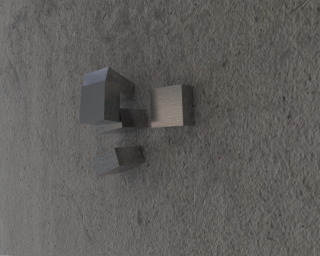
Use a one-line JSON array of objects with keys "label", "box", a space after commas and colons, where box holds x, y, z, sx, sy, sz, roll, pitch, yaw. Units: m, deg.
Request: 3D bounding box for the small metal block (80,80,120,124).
[{"label": "small metal block", "box": [-0.079, -0.032, 0.406, 0.050, 0.025, 0.050, -6, 81, 40]}]

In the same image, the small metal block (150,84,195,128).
[{"label": "small metal block", "box": [0.015, -0.026, 0.392, 0.050, 0.025, 0.050, -4, 88, 40]}]

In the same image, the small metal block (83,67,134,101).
[{"label": "small metal block", "box": [-0.075, -0.060, 0.447, 0.050, 0.050, 0.025, -7, 64, 40]}]

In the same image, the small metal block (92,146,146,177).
[{"label": "small metal block", "box": [-0.058, 0.046, 0.436, 0.050, 0.050, 0.025, -27, 73, 37]}]

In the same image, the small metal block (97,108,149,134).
[{"label": "small metal block", "box": [-0.053, -0.009, 0.432, 0.050, 0.050, 0.025, -14, 81, 39]}]
